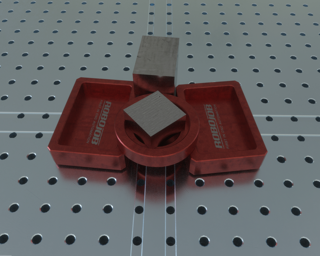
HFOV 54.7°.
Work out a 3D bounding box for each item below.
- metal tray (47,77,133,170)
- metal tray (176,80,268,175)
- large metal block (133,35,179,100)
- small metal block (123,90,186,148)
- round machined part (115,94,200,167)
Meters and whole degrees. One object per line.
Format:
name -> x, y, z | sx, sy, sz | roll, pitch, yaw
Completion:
metal tray -> -0.080, -0.011, 0.407 | 0.091, 0.030, 0.130 | 5, 50, 4
metal tray -> 0.073, -0.005, 0.404 | 0.091, 0.030, 0.130 | -5, 50, -4
large metal block -> -0.003, -0.068, 0.424 | 0.050, 0.080, 0.080 | 5, 50, 4
small metal block -> -0.006, -0.010, 0.356 | 0.050, 0.025, 0.050 | -32, 57, -24
round machined part -> -0.003, 0.006, 0.374 | 0.099, 0.042, 0.098 | 0, 50, 0
